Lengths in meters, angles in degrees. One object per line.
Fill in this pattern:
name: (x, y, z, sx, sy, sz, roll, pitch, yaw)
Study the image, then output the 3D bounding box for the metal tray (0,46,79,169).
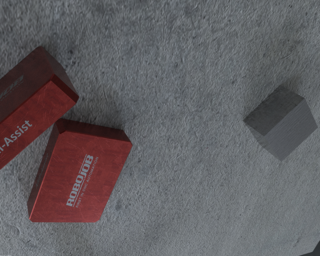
metal tray: (-0.141, -0.010, 0.281, 0.130, 0.090, 0.030, -41, 129, 0)

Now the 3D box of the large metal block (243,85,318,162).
large metal block: (0.192, -0.006, 0.491, 0.080, 0.050, 0.080, -44, 129, 2)

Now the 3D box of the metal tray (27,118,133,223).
metal tray: (-0.100, 0.058, 0.385, 0.091, 0.030, 0.129, 12, 112, -34)
